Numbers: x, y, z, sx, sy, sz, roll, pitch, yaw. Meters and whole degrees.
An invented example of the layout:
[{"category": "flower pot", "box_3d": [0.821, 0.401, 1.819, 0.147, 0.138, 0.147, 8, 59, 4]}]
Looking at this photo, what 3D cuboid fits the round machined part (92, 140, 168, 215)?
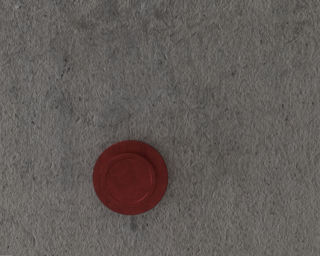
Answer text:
[{"category": "round machined part", "box_3d": [-0.039, 0.065, 0.401, 0.099, 0.042, 0.097, 0, 90, 0]}]
